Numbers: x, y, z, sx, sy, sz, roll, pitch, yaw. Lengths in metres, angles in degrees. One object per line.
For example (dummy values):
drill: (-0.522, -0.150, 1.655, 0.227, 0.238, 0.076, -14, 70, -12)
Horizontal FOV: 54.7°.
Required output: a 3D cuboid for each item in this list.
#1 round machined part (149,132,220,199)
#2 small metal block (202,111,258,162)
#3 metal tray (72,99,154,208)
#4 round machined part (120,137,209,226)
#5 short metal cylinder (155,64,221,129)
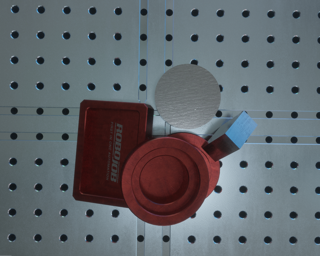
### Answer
round machined part: (0.030, 0.054, 0.404, 0.099, 0.042, 0.097, 0, 90, -1)
small metal block: (0.088, 0.011, 0.392, 0.025, 0.050, 0.050, 47, 55, 0)
metal tray: (-0.060, 0.031, 0.399, 0.090, 0.030, 0.129, 5, 90, 14)
round machined part: (0.003, 0.058, 0.357, 0.099, 0.042, 0.097, 0, 92, -11)
short metal cylinder: (0.034, -0.038, 0.401, 0.081, 0.050, 0.079, 0, 90, -1)
